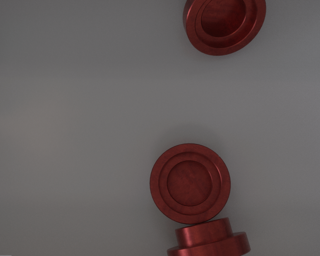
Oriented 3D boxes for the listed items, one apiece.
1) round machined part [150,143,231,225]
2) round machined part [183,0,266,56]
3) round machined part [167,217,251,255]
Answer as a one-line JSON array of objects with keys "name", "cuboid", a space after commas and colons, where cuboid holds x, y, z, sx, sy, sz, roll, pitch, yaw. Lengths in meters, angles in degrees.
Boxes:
[{"name": "round machined part", "cuboid": [0.038, 0.071, 0.397, 0.099, 0.042, 0.098, -1, 78, 3]}, {"name": "round machined part", "cuboid": [0.076, -0.143, 0.386, 0.099, 0.098, 0.042, -12, 46, 0]}, {"name": "round machined part", "cuboid": [0.056, 0.137, 0.378, 0.099, 0.098, 0.042, -13, 72, 0]}]
